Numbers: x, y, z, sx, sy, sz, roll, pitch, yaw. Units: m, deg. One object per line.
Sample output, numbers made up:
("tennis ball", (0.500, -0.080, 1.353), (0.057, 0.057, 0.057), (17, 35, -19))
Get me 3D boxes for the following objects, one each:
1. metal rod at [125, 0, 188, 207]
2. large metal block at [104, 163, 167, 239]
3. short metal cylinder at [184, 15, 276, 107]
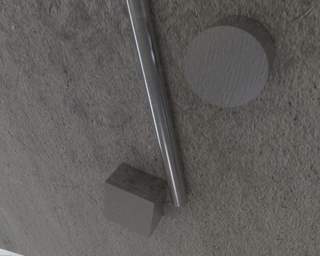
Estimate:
("metal rod", (0.000, -0.023, 0.392), (0.025, 0.025, 0.298), (2, 120, 27))
("large metal block", (-0.038, 0.112, 0.480), (0.080, 0.050, 0.079), (19, 126, 16))
("short metal cylinder", (0.071, -0.067, 0.312), (0.080, 0.050, 0.079), (13, 124, 21))
